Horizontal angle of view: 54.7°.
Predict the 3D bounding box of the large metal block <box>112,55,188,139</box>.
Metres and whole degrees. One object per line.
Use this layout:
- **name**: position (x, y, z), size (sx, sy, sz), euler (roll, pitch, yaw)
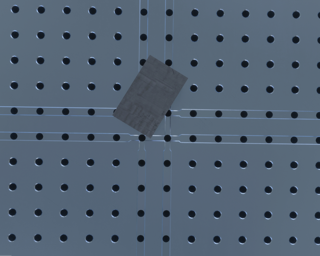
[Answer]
- **large metal block**: position (-0.011, -0.035, 0.386), size (0.050, 0.080, 0.080), euler (32, 90, -1)
